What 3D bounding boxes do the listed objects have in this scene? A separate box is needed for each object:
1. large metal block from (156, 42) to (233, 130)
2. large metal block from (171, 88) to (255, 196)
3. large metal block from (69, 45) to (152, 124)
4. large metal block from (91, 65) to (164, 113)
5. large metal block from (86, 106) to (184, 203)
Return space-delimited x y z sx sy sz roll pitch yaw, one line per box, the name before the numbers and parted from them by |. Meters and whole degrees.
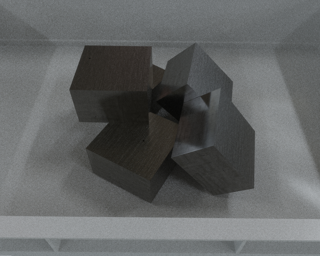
large metal block | 0.048 -0.048 0.400 0.080 0.050 0.080 39 45 -27
large metal block | 0.063 0.017 0.345 0.050 0.080 0.080 -21 39 36
large metal block | -0.051 -0.052 0.363 0.080 0.050 0.080 1 49 2
large metal block | -0.042 -0.052 0.431 0.080 0.050 0.080 29 56 22
large metal block | -0.025 0.026 0.361 0.080 0.050 0.080 24 54 18
